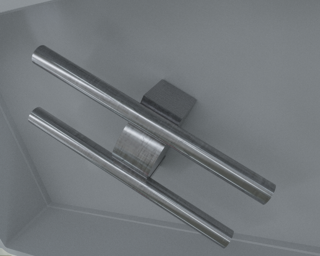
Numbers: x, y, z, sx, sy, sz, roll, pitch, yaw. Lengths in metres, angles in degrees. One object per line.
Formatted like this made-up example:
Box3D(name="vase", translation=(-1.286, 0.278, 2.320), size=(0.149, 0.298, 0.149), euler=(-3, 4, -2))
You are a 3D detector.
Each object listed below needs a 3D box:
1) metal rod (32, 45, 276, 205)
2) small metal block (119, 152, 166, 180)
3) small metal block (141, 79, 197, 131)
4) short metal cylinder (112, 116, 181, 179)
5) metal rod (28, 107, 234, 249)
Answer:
Box3D(name="metal rod", translation=(-0.013, -0.008, 0.343), size=(0.301, 0.025, 0.025), euler=(31, 128, 7))
Box3D(name="small metal block", translation=(-0.028, 0.048, 0.433), size=(0.050, 0.050, 0.025), euler=(32, 128, 7))
Box3D(name="small metal block", translation=(0.009, -0.027, 0.368), size=(0.050, 0.050, 0.025), euler=(32, 128, 7))
Box3D(name="short metal cylinder", translation=(-0.016, 0.017, 0.389), size=(0.050, 0.080, 0.079), euler=(32, 128, 7))
Box3D(name="metal rod", translation=(-0.043, 0.060, 0.402), size=(0.301, 0.025, 0.025), euler=(31, 128, 7))
